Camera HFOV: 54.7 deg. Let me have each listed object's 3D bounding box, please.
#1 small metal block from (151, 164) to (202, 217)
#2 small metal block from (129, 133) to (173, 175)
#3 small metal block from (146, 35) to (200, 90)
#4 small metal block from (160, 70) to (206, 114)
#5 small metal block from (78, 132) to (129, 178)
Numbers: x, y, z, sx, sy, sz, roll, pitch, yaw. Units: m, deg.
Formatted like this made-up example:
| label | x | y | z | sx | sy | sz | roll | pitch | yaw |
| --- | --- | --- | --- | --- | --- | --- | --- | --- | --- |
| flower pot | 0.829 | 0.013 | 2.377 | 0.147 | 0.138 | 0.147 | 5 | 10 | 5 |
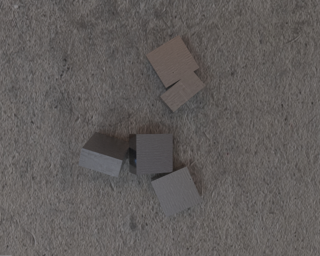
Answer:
| label | x | y | z | sx | sy | sz | roll | pitch | yaw |
| --- | --- | --- | --- | --- | --- | --- | --- | --- | --- |
| small metal block | 0.021 | 0.082 | 0.410 | 0.050 | 0.025 | 0.050 | -23 | 90 | 0 |
| small metal block | -0.012 | 0.032 | 0.400 | 0.050 | 0.025 | 0.050 | 0 | 90 | -26 |
| small metal block | 0.016 | -0.086 | 0.410 | 0.050 | 0.025 | 0.050 | -32 | 90 | 0 |
| small metal block | 0.028 | -0.045 | 0.398 | 0.050 | 0.050 | 0.025 | -40 | 90 | 0 |
| small metal block | -0.069 | 0.033 | 0.394 | 0.050 | 0.050 | 0.025 | 17 | 113 | 0 |
